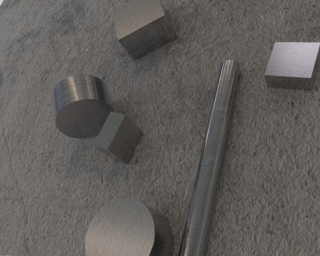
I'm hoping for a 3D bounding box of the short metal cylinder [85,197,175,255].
[{"bbox_3d":[-0.031,0.120,0.330,0.080,0.050,0.080,-13,56,21],"label":"short metal cylinder"}]

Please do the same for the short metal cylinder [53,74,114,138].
[{"bbox_3d":[-0.109,-0.030,0.444,0.080,0.080,0.050,-29,52,10],"label":"short metal cylinder"}]

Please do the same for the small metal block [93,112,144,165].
[{"bbox_3d":[-0.053,0.014,0.407,0.025,0.050,0.050,12,68,33],"label":"small metal block"}]

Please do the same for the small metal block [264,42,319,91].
[{"bbox_3d":[0.157,-0.074,0.367,0.050,0.025,0.050,11,67,32],"label":"small metal block"}]

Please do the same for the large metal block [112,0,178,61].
[{"bbox_3d":[-0.026,-0.169,0.505,0.080,0.050,0.080,-25,53,13],"label":"large metal block"}]

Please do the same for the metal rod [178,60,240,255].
[{"bbox_3d":[0.054,0.050,0.344,0.025,0.025,0.300,2,62,29],"label":"metal rod"}]
